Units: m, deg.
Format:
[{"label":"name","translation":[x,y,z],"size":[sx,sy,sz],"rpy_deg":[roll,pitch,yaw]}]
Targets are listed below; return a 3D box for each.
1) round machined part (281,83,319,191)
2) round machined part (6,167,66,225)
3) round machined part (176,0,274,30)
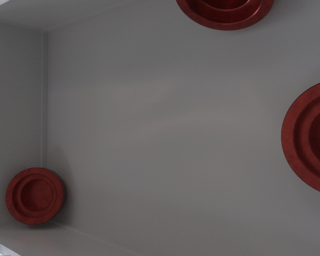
[{"label":"round machined part","translation":[0.160,0.008,0.264],"size":[0.098,0.042,0.097],"rpy_deg":[0,90,40]},{"label":"round machined part","translation":[-0.216,0.120,0.553],"size":[0.099,0.042,0.097],"rpy_deg":[0,82,-1]},{"label":"round machined part","translation":[0.066,-0.147,0.311],"size":[0.098,0.098,0.042],"rpy_deg":[-2,63,40]}]
